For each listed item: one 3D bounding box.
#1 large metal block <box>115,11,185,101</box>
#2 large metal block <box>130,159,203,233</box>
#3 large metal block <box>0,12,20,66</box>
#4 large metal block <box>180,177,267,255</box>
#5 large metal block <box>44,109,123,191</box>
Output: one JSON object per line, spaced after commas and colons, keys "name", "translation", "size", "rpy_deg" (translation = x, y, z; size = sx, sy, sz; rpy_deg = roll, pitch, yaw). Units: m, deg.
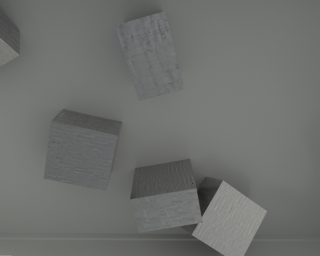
{"name": "large metal block", "translation": [-0.009, -0.084, 0.351], "size": [0.050, 0.080, 0.080], "rpy_deg": [-15, 110, 5]}
{"name": "large metal block", "translation": [0.008, 0.087, 0.414], "size": [0.080, 0.080, 0.050], "rpy_deg": [-10, 110, 3]}
{"name": "large metal block", "translation": [-0.216, -0.102, 0.338], "size": [0.080, 0.050, 0.080], "rpy_deg": [-27, 143, 9]}
{"name": "large metal block", "translation": [0.086, 0.125, 0.428], "size": [0.080, 0.050, 0.080], "rpy_deg": [36, 77, -13]}
{"name": "large metal block", "translation": [-0.099, 0.028, 0.407], "size": [0.081, 0.050, 0.079], "rpy_deg": [13, 110, -5]}
